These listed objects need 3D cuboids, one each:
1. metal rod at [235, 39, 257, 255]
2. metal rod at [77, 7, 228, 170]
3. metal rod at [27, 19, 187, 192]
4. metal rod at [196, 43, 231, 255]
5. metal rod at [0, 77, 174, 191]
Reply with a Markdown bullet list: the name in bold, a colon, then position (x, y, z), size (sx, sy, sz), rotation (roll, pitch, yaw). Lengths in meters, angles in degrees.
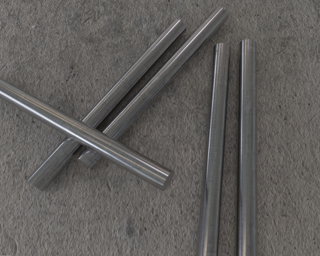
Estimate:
- **metal rod**: position (0.113, 0.017, 0.402), size (0.025, 0.025, 0.299), rotation (6, 70, 2)
- **metal rod**: position (-0.001, -0.064, 0.431), size (0.025, 0.025, 0.301), rotation (37, 74, 12)
- **metal rod**: position (-0.062, -0.041, 0.422), size (0.025, 0.025, 0.300), rotation (36, 74, 12)
- **metal rod**: position (0.071, 0.023, 0.399), size (0.025, 0.025, 0.299), rotation (7, 70, 2)
- **metal rod**: position (-0.118, -0.006, 0.384), size (0.301, 0.025, 0.025), rotation (26, 72, 19)
